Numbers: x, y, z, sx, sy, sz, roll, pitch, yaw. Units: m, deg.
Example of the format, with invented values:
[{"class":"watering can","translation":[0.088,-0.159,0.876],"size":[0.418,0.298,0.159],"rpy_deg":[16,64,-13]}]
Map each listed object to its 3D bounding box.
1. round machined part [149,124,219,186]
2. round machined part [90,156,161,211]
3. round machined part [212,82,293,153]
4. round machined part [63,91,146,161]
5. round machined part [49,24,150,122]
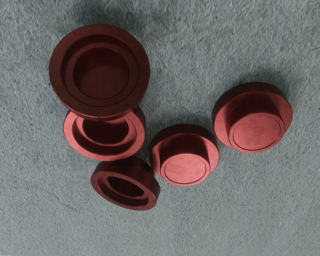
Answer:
[{"class":"round machined part","translation":[0.034,0.045,0.434],"size":[0.099,0.042,0.097],"rpy_deg":[0,130,0]},{"class":"round machined part","translation":[-0.046,0.075,0.447],"size":[0.098,0.042,0.097],"rpy_deg":[13,140,11]},{"class":"round machined part","translation":[0.118,-0.006,0.392],"size":[0.099,0.042,0.097],"rpy_deg":[0,130,0]},{"class":"round machined part","translation":[-0.067,-0.007,0.389],"size":[0.099,0.042,0.097],"rpy_deg":[0,130,0]},{"class":"round machined part","translation":[-0.061,-0.054,0.326],"size":[0.099,0.098,0.042],"rpy_deg":[7,169,-6]}]
